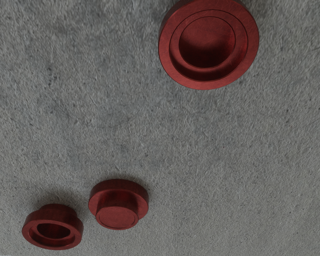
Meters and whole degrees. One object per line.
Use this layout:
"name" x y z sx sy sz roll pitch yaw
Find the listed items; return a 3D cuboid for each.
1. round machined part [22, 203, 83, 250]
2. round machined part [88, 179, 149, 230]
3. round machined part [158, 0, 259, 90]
"round machined part" -0.182 0.168 0.537 0.099 0.042 0.097 0 130 0
"round machined part" -0.068 0.131 0.507 0.099 0.042 0.097 0 130 0
"round machined part" 0.047 -0.091 0.319 0.099 0.042 0.097 0 130 0
